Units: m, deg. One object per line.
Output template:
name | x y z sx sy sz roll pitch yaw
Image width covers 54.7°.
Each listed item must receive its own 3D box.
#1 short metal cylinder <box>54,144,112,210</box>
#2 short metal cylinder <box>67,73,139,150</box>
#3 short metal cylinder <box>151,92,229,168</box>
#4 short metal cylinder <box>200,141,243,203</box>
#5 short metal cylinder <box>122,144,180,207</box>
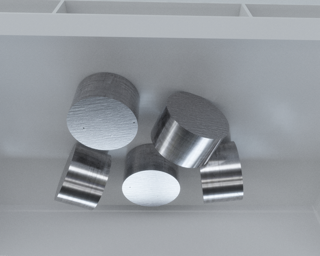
short metal cylinder | -0.106 0.067 0.426 0.050 0.080 0.080 21 127 -18
short metal cylinder | -0.066 -0.019 0.373 0.081 0.050 0.079 0 130 0
short metal cylinder | 0.035 0.001 0.374 0.081 0.080 0.050 17 128 -14
short metal cylinder | 0.080 0.060 0.423 0.050 0.080 0.080 -7 130 5
short metal cylinder | -0.012 0.069 0.449 0.081 0.050 0.079 0 130 0
